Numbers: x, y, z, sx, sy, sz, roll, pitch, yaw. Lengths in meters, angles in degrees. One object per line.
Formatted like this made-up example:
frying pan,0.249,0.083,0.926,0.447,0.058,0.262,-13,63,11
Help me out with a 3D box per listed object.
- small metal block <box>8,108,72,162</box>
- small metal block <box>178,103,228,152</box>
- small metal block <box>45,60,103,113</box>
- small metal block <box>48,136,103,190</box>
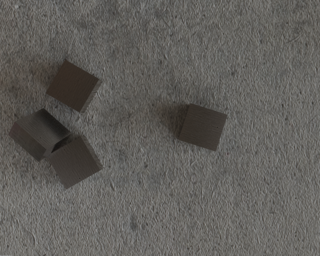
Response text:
small metal block,-0.151,0.008,0.393,0.050,0.050,0.025,42,121,1
small metal block,0.055,-0.001,0.410,0.050,0.025,0.050,18,90,0
small metal block,-0.112,-0.054,0.409,0.050,0.025,0.050,30,90,0
small metal block,-0.111,0.045,0.409,0.050,0.025,0.050,-30,90,0
